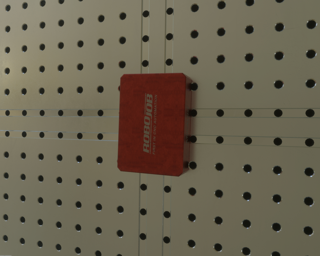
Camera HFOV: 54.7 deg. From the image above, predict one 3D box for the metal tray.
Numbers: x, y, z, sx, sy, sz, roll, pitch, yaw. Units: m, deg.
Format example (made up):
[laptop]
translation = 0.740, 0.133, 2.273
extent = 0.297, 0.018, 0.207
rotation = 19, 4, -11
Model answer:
[metal tray]
translation = -0.008, -0.006, 0.411
extent = 0.090, 0.030, 0.129
rotation = 2, 91, 19
